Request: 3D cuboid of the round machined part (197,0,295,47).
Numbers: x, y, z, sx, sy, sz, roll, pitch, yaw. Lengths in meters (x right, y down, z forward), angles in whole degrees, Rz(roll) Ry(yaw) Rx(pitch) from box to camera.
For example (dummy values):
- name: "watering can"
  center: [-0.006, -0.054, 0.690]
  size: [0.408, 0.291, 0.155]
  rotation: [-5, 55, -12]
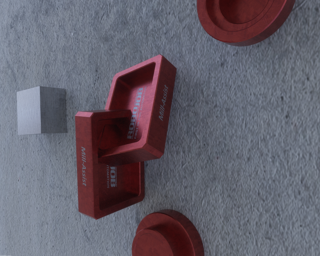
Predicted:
- name: "round machined part"
  center: [0.090, -0.133, 0.318]
  size: [0.098, 0.042, 0.097]
  rotation: [0, 90, 39]

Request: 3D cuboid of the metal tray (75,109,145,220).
- name: "metal tray"
  center: [-0.062, 0.041, 0.403]
  size: [0.030, 0.091, 0.129]
  rotation: [6, 99, 39]

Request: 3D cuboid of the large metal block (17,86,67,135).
- name: "large metal block"
  center: [-0.215, -0.029, 0.563]
  size: [0.080, 0.050, 0.080]
  rotation: [-4, 88, 39]

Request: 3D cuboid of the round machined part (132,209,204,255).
- name: "round machined part"
  center: [0.003, 0.156, 0.390]
  size: [0.098, 0.042, 0.097]
  rotation: [0, 90, 39]

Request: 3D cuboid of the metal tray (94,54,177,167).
- name: "metal tray"
  center: [-0.030, -0.021, 0.388]
  size: [0.090, 0.030, 0.130]
  rotation: [-14, 54, 38]
